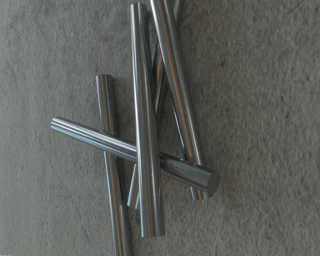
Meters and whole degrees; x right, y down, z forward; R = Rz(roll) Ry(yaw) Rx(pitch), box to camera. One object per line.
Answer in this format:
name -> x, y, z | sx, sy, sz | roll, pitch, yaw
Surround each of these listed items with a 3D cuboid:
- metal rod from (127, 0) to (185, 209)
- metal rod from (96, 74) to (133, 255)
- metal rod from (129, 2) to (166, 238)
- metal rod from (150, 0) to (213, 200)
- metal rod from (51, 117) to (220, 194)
metal rod -> -0.005, -0.038, 0.407 | 0.025, 0.025, 0.298 | 18, 101, 38
metal rod -> -0.066, 0.069, 0.457 | 0.025, 0.025, 0.298 | -12, 82, 39
metal rod -> -0.018, -0.028, 0.370 | 0.025, 0.025, 0.299 | -24, 60, 37
metal rod -> 0.019, -0.065, 0.366 | 0.025, 0.025, 0.298 | -13, 89, 39
metal rod -> -0.056, 0.025, 0.413 | 0.300, 0.025, 0.025 | 16, 100, 39
